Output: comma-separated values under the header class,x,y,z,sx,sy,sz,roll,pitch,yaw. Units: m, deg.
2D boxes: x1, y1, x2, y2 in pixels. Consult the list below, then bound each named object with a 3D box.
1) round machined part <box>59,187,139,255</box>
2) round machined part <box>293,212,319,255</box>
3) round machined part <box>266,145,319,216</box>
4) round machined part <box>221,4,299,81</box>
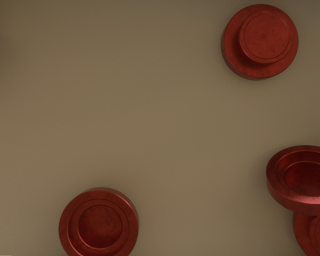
class,x,y,z,sx,sy,sz,roll,pitch,yaw
round machined part,-0.076,0.125,0.402,0.099,0.042,0.097,0,90,0
round machined part,0.223,0.130,0.391,0.098,0.042,0.097,0,89,17
round machined part,0.185,0.069,0.386,0.099,0.098,0.042,-17,126,0
round machined part,0.132,-0.113,0.404,0.099,0.042,0.097,0,90,0
